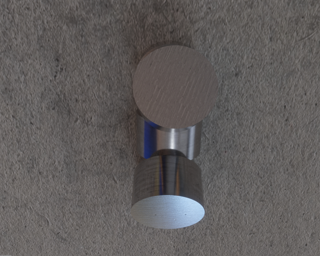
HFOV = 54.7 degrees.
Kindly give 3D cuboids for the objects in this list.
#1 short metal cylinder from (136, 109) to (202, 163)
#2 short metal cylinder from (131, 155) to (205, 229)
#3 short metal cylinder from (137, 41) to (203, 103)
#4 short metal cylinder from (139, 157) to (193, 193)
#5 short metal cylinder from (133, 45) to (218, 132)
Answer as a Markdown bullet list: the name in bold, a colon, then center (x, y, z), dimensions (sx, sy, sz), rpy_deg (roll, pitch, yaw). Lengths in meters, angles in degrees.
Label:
- **short metal cylinder**: center (0.011, 0.003, 0.383), dimensions (0.081, 0.080, 0.050), rpy_deg (1, 110, -1)
- **short metal cylinder**: center (0.009, 0.075, 0.355), dimensions (0.080, 0.050, 0.080), rpy_deg (1, 138, 1)
- **short metal cylinder**: center (0.012, -0.063, 0.375), dimensions (0.081, 0.050, 0.079), rpy_deg (0, 110, 0)
- **short metal cylinder**: center (0.009, 0.063, 0.421), dimensions (0.081, 0.050, 0.079), rpy_deg (0, 110, 0)
- **short metal cylinder**: center (0.014, -0.037, 0.315), dimensions (0.081, 0.050, 0.080), rpy_deg (0, 85, -1)
